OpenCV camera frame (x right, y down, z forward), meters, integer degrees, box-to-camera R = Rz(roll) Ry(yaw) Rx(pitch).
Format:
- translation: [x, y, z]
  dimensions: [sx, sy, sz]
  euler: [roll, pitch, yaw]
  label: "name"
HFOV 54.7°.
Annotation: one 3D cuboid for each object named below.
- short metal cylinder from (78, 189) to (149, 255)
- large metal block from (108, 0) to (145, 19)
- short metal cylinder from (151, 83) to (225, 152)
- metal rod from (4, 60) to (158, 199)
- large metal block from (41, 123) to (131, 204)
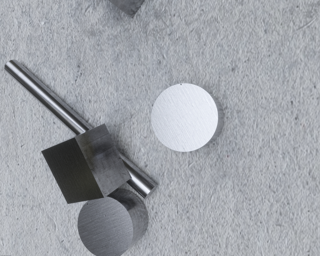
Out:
- translation: [-0.062, 0.126, 0.418]
  dimensions: [0.080, 0.050, 0.080]
  euler: [0, 90, 20]
  label: "short metal cylinder"
- translation: [-0.067, -0.198, 0.403]
  dimensions: [0.080, 0.080, 0.050]
  euler: [40, 103, 15]
  label: "large metal block"
- translation: [0.036, -0.012, 0.383]
  dimensions: [0.080, 0.050, 0.080]
  euler: [0, 90, 20]
  label: "short metal cylinder"
- translation: [-0.123, -0.006, 0.452]
  dimensions: [0.300, 0.025, 0.025]
  euler: [39, 102, 15]
  label: "metal rod"
- translation: [-0.098, 0.048, 0.408]
  dimensions: [0.080, 0.050, 0.080]
  euler: [-19, 98, 39]
  label: "large metal block"
